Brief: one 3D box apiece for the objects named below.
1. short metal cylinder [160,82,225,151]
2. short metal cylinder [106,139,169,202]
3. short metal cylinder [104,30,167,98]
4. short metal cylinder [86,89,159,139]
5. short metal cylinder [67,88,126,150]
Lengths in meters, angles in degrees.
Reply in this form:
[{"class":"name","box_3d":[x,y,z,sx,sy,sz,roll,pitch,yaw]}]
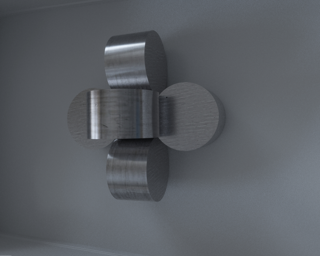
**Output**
[{"class":"short metal cylinder","box_3d":[0.036,-0.013,0.382,0.080,0.050,0.080,0,90,20]},{"class":"short metal cylinder","box_3d":[-0.025,0.050,0.388,0.050,0.080,0.080,-2,90,19]},{"class":"short metal cylinder","box_3d":[-0.027,-0.078,0.389,0.050,0.080,0.080,-2,90,19]},{"class":"short metal cylinder","box_3d":[-0.041,-0.014,0.347,0.080,0.080,0.050,-1,90,20]},{"class":"short metal cylinder","box_3d":[-0.077,-0.012,0.423,0.080,0.050,0.080,0,90,20]}]
